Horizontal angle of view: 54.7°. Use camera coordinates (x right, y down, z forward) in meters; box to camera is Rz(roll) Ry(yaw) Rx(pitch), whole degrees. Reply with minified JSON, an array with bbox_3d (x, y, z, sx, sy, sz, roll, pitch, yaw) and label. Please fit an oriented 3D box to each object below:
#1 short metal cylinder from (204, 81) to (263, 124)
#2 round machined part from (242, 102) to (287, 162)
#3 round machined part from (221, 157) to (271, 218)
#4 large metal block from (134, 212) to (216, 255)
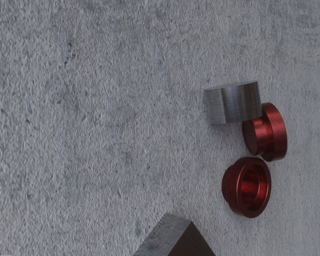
[{"bbox_3d":[0.109,-0.039,0.463,0.081,0.080,0.050,-18,102,-39],"label":"short metal cylinder"},{"bbox_3d":[0.168,0.009,0.514,0.042,0.098,0.097,-12,100,-2],"label":"round machined part"},{"bbox_3d":[0.140,0.096,0.514,0.099,0.042,0.097,0,90,-40],"label":"round machined part"},{"bbox_3d":[0.020,0.173,0.408,0.080,0.050,0.080,-47,118,-30],"label":"large metal block"}]
